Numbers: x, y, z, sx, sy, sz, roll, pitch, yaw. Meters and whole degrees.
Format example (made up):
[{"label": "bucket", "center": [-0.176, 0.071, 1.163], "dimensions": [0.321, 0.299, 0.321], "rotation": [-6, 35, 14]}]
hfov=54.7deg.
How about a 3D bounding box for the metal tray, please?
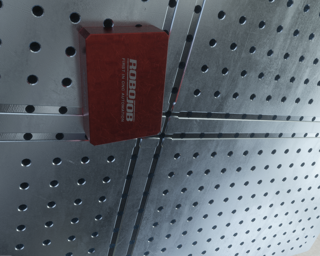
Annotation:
[{"label": "metal tray", "center": [-0.041, -0.048, 0.357], "dimensions": [0.091, 0.030, 0.129], "rotation": [-10, 123, -24]}]
